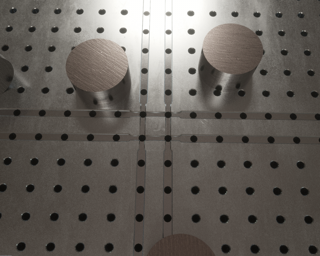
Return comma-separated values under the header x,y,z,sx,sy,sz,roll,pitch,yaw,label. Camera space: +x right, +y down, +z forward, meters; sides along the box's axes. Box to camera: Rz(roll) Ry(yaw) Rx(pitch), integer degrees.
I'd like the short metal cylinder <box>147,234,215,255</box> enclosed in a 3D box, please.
x,y,z,sx,sy,sz,roll,pitch,yaw,label
0.022,0.159,0.341,0.081,0.050,0.080,0,70,0,short metal cylinder

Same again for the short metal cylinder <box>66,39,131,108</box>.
x,y,z,sx,sy,sz,roll,pitch,yaw,label
-0.082,-0.074,0.425,0.081,0.050,0.080,0,70,0,short metal cylinder

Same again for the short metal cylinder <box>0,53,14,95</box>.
x,y,z,sx,sy,sz,roll,pitch,yaw,label
-0.245,-0.076,0.407,0.050,0.080,0.080,42,75,13,short metal cylinder

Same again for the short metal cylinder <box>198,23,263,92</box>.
x,y,z,sx,sy,sz,roll,pitch,yaw,label
0.097,-0.098,0.436,0.081,0.050,0.080,0,70,0,short metal cylinder
